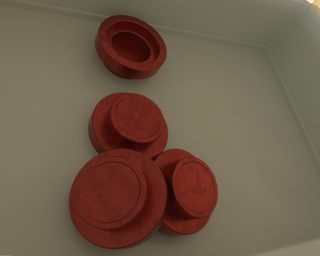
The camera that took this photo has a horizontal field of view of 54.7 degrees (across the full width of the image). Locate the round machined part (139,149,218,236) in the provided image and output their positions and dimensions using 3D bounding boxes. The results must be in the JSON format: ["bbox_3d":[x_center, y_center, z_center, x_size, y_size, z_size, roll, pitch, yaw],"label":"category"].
[{"bbox_3d":[0.028,0.070,0.352,0.099,0.042,0.098,18,60,-34],"label":"round machined part"}]

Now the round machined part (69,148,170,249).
[{"bbox_3d":[-0.042,0.065,0.302,0.098,0.042,0.098,-3,66,8],"label":"round machined part"}]

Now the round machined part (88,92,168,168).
[{"bbox_3d":[-0.034,-0.004,0.379,0.099,0.042,0.098,14,56,-21],"label":"round machined part"}]

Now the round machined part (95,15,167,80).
[{"bbox_3d":[-0.043,-0.108,0.437,0.099,0.042,0.098,14,56,-21],"label":"round machined part"}]
